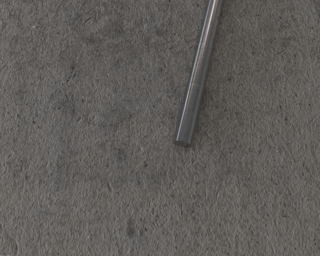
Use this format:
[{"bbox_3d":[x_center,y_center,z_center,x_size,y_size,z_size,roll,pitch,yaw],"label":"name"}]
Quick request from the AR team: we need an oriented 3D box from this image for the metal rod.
[{"bbox_3d":[0.065,-0.116,0.450,0.025,0.025,0.299,13,70,5],"label":"metal rod"}]
